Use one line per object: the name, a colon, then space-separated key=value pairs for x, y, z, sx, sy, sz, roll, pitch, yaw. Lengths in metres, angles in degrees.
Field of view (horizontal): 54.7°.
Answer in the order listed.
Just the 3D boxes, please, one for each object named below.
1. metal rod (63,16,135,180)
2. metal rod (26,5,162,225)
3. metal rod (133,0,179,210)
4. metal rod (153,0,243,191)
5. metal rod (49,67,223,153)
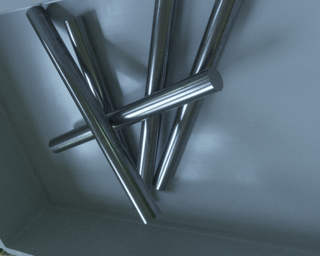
metal rod: x=-0.068 y=-0.003 z=0.440 sx=0.025 sy=0.025 sz=0.298 roll=-2 pitch=118 yaw=29
metal rod: x=-0.085 y=-0.023 z=0.377 sx=0.025 sy=0.025 sz=0.299 roll=-38 pitch=78 yaw=38
metal rod: x=-0.011 y=-0.008 z=0.395 sx=0.025 sy=0.025 sz=0.298 roll=18 pitch=122 yaw=17
metal rod: x=0.037 y=-0.031 z=0.368 sx=0.025 sy=0.025 sz=0.298 roll=26 pitch=128 yaw=11
metal rod: x=-0.055 y=-0.010 z=0.392 sx=0.299 sy=0.025 sz=0.025 roll=-19 pitch=109 yaw=40
